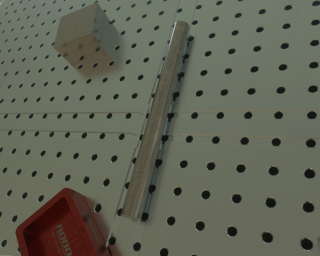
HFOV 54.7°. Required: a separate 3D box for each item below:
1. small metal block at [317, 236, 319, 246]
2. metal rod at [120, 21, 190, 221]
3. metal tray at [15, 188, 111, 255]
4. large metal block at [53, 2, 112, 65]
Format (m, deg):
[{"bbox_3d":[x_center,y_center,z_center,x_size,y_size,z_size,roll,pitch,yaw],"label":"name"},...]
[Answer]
[{"bbox_3d":[0.169,0.105,0.255,0.050,0.025,0.050,-31,52,8],"label":"small metal block"},{"bbox_3d":[0.000,-0.027,0.423,0.025,0.025,0.300,0,62,28],"label":"metal rod"},{"bbox_3d":[-0.116,0.148,0.372,0.090,0.030,0.130,-40,51,0],"label":"metal tray"},{"bbox_3d":[-0.140,-0.172,0.569,0.080,0.050,0.080,-13,56,20],"label":"large metal block"}]
